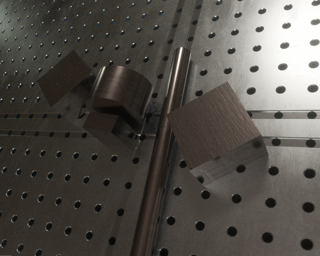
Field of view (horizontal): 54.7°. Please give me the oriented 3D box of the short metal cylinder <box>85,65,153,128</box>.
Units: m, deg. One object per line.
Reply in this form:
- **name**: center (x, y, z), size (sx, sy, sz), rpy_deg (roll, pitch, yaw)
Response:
- **short metal cylinder**: center (-0.055, -0.041, 0.425), size (0.080, 0.080, 0.050), rpy_deg (3, 63, 29)

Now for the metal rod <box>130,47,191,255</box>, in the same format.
- **metal rod**: center (0.005, 0.021, 0.391), size (0.025, 0.025, 0.299), rpy_deg (-2, 61, 27)

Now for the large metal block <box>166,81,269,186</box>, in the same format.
- **large metal block**: center (0.064, 0.007, 0.354), size (0.080, 0.050, 0.080), rpy_deg (-28, 52, 10)

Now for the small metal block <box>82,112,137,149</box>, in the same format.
- **small metal block**: center (-0.068, 0.003, 0.424), size (0.050, 0.050, 0.025), rpy_deg (8, 66, 31)

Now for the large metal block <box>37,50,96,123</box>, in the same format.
- **large metal block**: center (-0.143, -0.069, 0.507), size (0.080, 0.050, 0.080), rpy_deg (-41, 51, 0)
